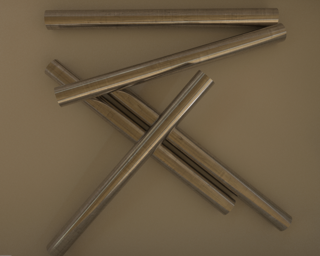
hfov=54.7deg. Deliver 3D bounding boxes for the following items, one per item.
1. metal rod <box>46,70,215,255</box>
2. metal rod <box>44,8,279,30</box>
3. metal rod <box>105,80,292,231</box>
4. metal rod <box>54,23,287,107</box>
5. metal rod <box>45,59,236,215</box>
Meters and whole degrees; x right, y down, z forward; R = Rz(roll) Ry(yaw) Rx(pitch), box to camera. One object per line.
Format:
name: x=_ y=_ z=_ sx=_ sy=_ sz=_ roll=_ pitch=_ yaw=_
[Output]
metal rod: x=-0.041 y=0.050 z=0.390 sx=0.025 sy=0.025 sz=0.299 roll=41 pitch=97 yaw=-1
metal rod: x=0.003 y=-0.145 z=0.410 sx=0.302 sy=0.025 sz=0.025 roll=-1 pitch=90 yaw=-1
metal rod: x=0.049 y=0.034 z=0.411 sx=0.300 sy=0.025 sz=0.025 roll=38 pitch=90 yaw=-1
metal rod: x=0.019 y=-0.082 z=0.395 sx=0.302 sy=0.025 sz=0.025 roll=-18 pitch=90 yaw=-7
metal rod: x=-0.026 y=0.012 z=0.410 sx=0.300 sy=0.025 sz=0.025 roll=38 pitch=90 yaw=-1
